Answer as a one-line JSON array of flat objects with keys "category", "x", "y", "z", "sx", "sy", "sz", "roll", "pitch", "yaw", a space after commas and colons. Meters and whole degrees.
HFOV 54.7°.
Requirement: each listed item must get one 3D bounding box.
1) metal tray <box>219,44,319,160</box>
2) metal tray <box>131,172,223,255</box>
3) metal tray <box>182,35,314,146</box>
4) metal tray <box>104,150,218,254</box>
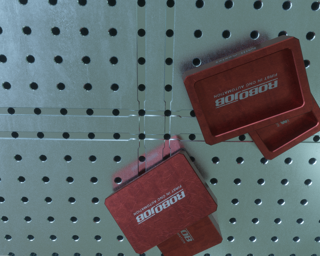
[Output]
[{"category": "metal tray", "x": 0.143, "y": -0.033, "z": 0.400, "sx": 0.090, "sy": 0.030, "sz": 0.130, "roll": -34, "pitch": 107, "yaw": 11}, {"category": "metal tray", "x": 0.024, "y": 0.132, "z": 0.460, "sx": 0.090, "sy": 0.030, "sz": 0.130, "roll": -29, "pitch": 108, "yaw": 9}, {"category": "metal tray", "x": 0.102, "y": -0.043, "z": 0.363, "sx": 0.130, "sy": 0.030, "sz": 0.090, "roll": -20, "pitch": 109, "yaw": 6}, {"category": "metal tray", "x": 0.001, "y": 0.102, "z": 0.428, "sx": 0.130, "sy": 0.030, "sz": 0.090, "roll": -33, "pitch": 88, "yaw": 9}]
